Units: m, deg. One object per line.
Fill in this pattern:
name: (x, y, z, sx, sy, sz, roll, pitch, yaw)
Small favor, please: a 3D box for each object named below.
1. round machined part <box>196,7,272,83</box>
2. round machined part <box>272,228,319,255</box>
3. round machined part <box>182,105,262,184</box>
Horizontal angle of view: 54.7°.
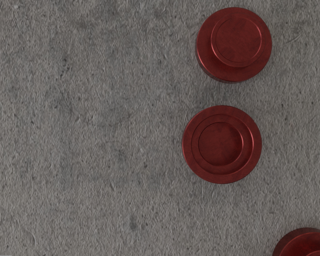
round machined part: (0.097, -0.109, 0.402, 0.099, 0.042, 0.097, 0, 90, 0)
round machined part: (0.202, 0.185, 0.403, 0.099, 0.042, 0.097, 0, 90, 0)
round machined part: (0.077, 0.020, 0.402, 0.099, 0.042, 0.097, 0, 90, 0)
